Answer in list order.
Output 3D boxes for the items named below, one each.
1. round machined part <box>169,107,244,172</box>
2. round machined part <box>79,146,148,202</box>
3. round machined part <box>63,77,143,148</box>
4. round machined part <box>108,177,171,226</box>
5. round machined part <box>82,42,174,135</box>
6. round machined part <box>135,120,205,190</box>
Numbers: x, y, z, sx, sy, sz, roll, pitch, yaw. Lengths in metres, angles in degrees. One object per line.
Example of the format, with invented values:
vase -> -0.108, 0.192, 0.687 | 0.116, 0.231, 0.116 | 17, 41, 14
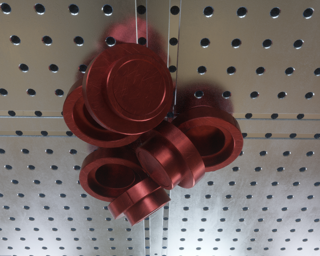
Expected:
round machined part -> 0.056, 0.011, 0.409 | 0.099, 0.042, 0.097 | 0, 130, 0
round machined part -> -0.064, 0.063, 0.452 | 0.099, 0.042, 0.097 | 0, 130, 0
round machined part -> -0.063, -0.025, 0.377 | 0.099, 0.042, 0.097 | 0, 130, 0
round machined part -> -0.023, 0.107, 0.453 | 0.098, 0.042, 0.098 | -32, 166, -9
round machined part -> -0.028, -0.041, 0.329 | 0.099, 0.042, 0.097 | -1, 93, -26
round machined part -> 0.007, 0.040, 0.394 | 0.042, 0.098, 0.098 | -38, 133, -23
